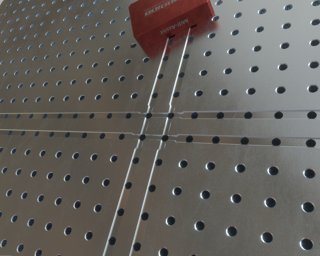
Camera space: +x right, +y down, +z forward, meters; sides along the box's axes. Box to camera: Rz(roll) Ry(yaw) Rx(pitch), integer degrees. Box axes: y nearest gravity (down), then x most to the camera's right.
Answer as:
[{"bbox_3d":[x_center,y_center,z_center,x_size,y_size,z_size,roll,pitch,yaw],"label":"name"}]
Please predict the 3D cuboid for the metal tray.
[{"bbox_3d":[0.015,-0.197,0.516,0.130,0.030,0.090,-22,54,14],"label":"metal tray"}]
